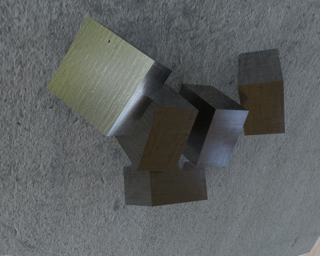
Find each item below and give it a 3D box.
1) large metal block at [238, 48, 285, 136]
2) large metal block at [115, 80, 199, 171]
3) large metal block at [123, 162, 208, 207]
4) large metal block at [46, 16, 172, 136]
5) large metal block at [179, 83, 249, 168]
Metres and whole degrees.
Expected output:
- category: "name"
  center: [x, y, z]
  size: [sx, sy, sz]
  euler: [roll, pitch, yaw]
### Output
- category: "large metal block"
  center: [0.134, -0.048, 0.411]
  size: [0.050, 0.080, 0.080]
  euler: [-5, 129, 18]
- category: "large metal block"
  center: [-0.009, -0.005, 0.367]
  size: [0.050, 0.080, 0.079]
  euler: [5, 116, -31]
- category: "large metal block"
  center: [0.005, 0.074, 0.415]
  size: [0.081, 0.080, 0.050]
  euler: [1, 79, -29]
- category: "large metal block"
  center: [-0.049, -0.048, 0.306]
  size: [0.080, 0.080, 0.050]
  euler: [-56, 164, 11]
- category: "large metal block"
  center: [0.058, -0.005, 0.403]
  size: [0.050, 0.080, 0.079]
  euler: [1, 118, -29]
